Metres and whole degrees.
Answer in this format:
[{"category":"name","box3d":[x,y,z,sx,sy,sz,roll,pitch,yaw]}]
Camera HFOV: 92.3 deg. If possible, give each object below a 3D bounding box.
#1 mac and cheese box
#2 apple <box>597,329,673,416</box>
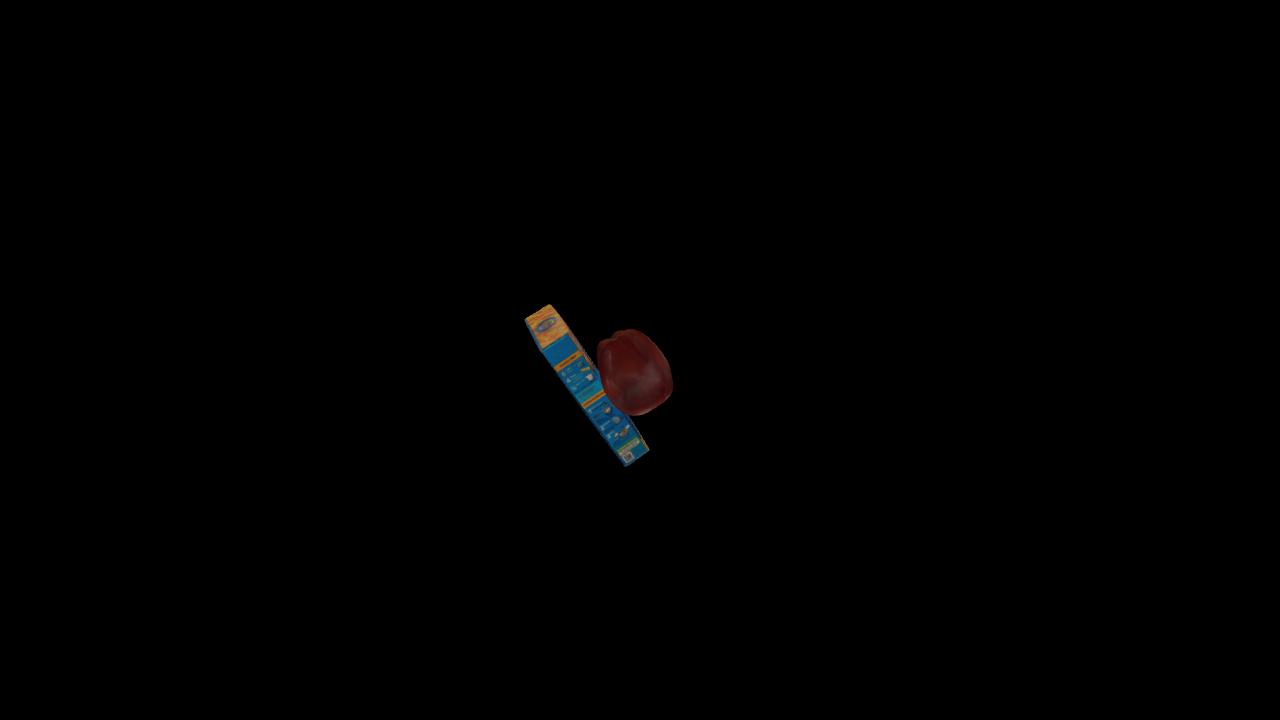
[{"category":"mac and cheese box","box3d":[-0.059,0.030,0.699,0.041,0.184,0.093,-33,32,-3]},{"category":"apple","box3d":[-0.007,0.015,0.656,0.079,0.093,0.079,-24,14,6]}]
